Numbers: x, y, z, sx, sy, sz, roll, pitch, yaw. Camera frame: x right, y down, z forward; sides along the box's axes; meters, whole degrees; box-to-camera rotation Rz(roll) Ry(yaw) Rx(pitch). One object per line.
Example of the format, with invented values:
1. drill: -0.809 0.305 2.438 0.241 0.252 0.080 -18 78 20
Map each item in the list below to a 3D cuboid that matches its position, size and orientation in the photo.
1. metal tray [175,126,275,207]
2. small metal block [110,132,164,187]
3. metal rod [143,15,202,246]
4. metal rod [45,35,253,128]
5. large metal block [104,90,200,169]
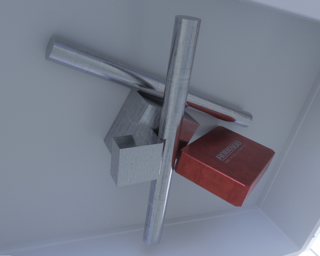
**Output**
1. metal tray: 0.089 0.043 0.408 0.131 0.090 0.030 -25 136 -55
2. small metal block: -0.027 0.035 0.350 0.050 0.025 0.050 -7 121 -26
3. metal rod: 0.008 0.025 0.364 0.025 0.025 0.298 -6 121 -26
4. metal rod: 0.012 -0.045 0.388 0.302 0.025 0.025 15 110 -35
5. large metal block: -0.011 0.006 0.390 0.080 0.050 0.080 19 108 -36
